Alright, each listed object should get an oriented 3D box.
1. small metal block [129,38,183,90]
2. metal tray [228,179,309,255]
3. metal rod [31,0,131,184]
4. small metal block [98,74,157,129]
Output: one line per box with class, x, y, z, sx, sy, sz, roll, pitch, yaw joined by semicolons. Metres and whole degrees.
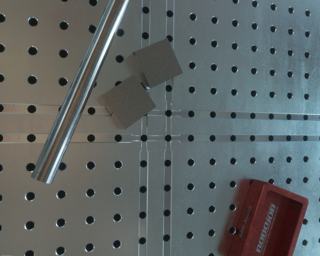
small metal block;-0.005;-0.084;0.410;0.050;0.025;0.050;-28;99;-18
metal tray;0.165;0.154;0.470;0.091;0.030;0.130;23;82;-19
metal rod;-0.084;-0.077;0.381;0.025;0.025;0.299;24;82;-19
small metal block;-0.042;-0.033;0.397;0.050;0.025;0.050;-38;102;-16
